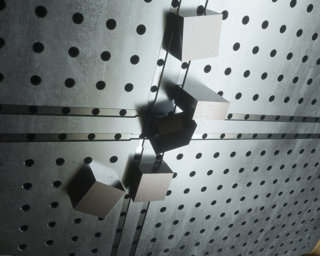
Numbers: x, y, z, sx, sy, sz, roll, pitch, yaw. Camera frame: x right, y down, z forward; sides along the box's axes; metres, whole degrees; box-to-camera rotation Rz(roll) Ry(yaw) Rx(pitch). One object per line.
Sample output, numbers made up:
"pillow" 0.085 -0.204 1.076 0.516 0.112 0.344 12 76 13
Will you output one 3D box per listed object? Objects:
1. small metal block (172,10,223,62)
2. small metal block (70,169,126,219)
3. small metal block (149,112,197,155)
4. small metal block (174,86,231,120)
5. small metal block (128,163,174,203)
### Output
"small metal block" 0.043 -0.109 0.366 0.050 0.025 0.050 -13 124 -21
"small metal block" -0.084 0.090 0.420 0.050 0.025 0.050 32 101 -38
"small metal block" 0.016 0.006 0.411 0.050 0.025 0.050 -16 151 -19
"small metal block" 0.054 -0.033 0.403 0.050 0.050 0.025 0 118 -29
"small metal block" -0.014 0.079 0.452 0.050 0.025 0.050 4 117 -30
